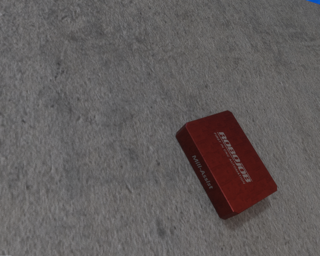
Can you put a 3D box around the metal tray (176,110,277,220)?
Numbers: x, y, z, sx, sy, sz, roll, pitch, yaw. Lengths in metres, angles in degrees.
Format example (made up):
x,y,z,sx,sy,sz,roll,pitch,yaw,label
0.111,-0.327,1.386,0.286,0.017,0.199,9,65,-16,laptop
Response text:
x,y,z,sx,sy,sz,roll,pitch,yaw,label
0.090,0.045,0.421,0.091,0.030,0.130,-17,71,-35,metal tray
